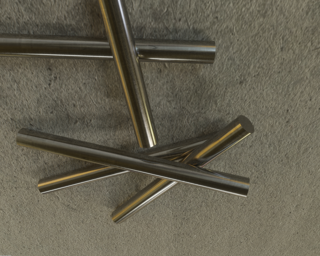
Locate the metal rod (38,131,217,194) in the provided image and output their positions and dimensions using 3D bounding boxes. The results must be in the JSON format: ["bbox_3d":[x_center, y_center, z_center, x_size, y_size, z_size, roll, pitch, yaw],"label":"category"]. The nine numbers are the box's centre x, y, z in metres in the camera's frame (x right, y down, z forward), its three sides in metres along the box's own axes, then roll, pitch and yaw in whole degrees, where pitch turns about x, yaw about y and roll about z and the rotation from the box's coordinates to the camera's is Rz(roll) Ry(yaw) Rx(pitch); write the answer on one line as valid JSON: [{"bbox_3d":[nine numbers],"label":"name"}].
[{"bbox_3d":[-0.041,0.051,0.449,0.301,0.025,0.025,-16,129,13],"label":"metal rod"}]

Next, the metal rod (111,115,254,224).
[{"bbox_3d":[0.013,0.075,0.446,0.025,0.025,0.299,28,132,-22],"label":"metal rod"}]

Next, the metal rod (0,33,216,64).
[{"bbox_3d":[-0.093,-0.086,0.332,0.302,0.025,0.025,2,130,-2],"label":"metal rod"}]

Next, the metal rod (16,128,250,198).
[{"bbox_3d":[-0.039,0.043,0.399,0.301,0.025,0.025,12,130,7],"label":"metal rod"}]

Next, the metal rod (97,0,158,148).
[{"bbox_3d":[-0.043,-0.107,0.289,0.025,0.025,0.298,-9,122,7],"label":"metal rod"}]
